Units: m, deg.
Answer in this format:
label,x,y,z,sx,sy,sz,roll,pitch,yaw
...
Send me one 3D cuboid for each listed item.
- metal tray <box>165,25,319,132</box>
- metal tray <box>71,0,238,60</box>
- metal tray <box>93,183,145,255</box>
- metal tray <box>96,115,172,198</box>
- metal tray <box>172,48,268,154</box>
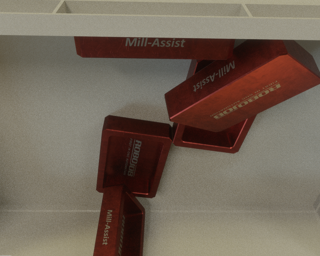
label,x,y,z,sx,sy,sz,roll,pitch,yaw
metal tray,0.081,-0.039,0.313,0.091,0.030,0.130,12,148,-44
metal tray,-0.004,-0.098,0.283,0.131,0.090,0.030,1,130,-1
metal tray,-0.054,0.156,0.434,0.030,0.130,0.090,-12,137,15
metal tray,-0.040,0.046,0.444,0.091,0.030,0.129,8,130,-8
metal tray,0.072,-0.028,0.382,0.091,0.030,0.129,8,130,-8
